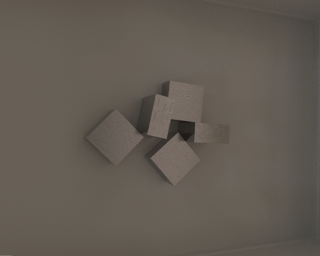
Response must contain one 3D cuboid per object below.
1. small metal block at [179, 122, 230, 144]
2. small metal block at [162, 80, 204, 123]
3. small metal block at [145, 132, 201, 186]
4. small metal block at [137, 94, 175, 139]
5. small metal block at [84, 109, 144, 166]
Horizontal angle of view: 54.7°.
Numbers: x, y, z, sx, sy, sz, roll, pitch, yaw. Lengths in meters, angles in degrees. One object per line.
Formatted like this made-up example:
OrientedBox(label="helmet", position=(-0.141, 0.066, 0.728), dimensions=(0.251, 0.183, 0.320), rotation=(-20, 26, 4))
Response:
OrientedBox(label="small metal block", position=(0.058, 0.007, 0.418), dimensions=(0.050, 0.050, 0.025), rotation=(3, 89, -20))
OrientedBox(label="small metal block", position=(0.029, -0.034, 0.421), dimensions=(0.050, 0.025, 0.050), rotation=(7, 88, -20))
OrientedBox(label="small metal block", position=(0.017, 0.041, 0.416), dimensions=(0.050, 0.025, 0.050), rotation=(-43, 104, -15))
OrientedBox(label="small metal block", position=(-0.007, -0.014, 0.393), dimensions=(0.025, 0.050, 0.050), rotation=(13, 86, -20))
OrientedBox(label="small metal block", position=(-0.058, 0.012, 0.388), dimensions=(0.050, 0.025, 0.050), rotation=(-47, 105, -14))
